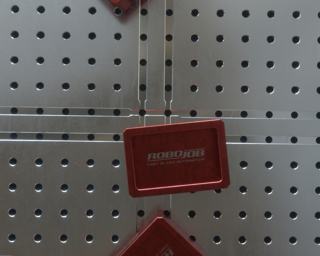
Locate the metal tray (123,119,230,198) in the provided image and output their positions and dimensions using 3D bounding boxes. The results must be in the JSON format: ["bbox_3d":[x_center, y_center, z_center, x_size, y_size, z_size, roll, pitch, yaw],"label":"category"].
[{"bbox_3d":[0.021,0.039,0.411,0.131,0.030,0.089,-6,90,-1],"label":"metal tray"}]

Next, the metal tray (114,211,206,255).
[{"bbox_3d":[-0.013,0.188,0.410,0.090,0.030,0.130,44,90,-1],"label":"metal tray"}]

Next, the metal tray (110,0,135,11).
[{"bbox_3d":[-0.037,-0.229,0.392,0.130,0.030,0.090,-44,84,11],"label":"metal tray"}]
